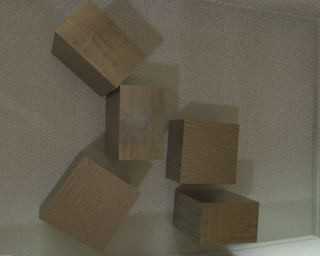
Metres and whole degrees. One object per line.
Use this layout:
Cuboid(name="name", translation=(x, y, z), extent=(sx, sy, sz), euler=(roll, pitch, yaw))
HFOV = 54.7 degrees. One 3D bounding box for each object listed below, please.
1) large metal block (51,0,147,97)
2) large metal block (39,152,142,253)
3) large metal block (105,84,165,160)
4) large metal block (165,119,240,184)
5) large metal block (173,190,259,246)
Cuboid(name="large metal block", translation=(-0.073, -0.085, 0.354), extent=(0.080, 0.080, 0.050), euler=(43, 74, -15))
Cuboid(name="large metal block", translation=(-0.083, 0.085, 0.367), extent=(0.080, 0.050, 0.080), euler=(37, 78, -17))
Cuboid(name="large metal block", translation=(-0.033, -0.006, 0.370), extent=(0.050, 0.080, 0.079), euler=(1, 90, -21))
Cuboid(name="large metal block", translation=(0.056, 0.032, 0.419), extent=(0.081, 0.050, 0.080), euler=(5, 89, -20))
Cuboid(name="large metal block", translation=(0.071, 0.114, 0.409), extent=(0.081, 0.080, 0.050), euler=(4, 89, -20))
